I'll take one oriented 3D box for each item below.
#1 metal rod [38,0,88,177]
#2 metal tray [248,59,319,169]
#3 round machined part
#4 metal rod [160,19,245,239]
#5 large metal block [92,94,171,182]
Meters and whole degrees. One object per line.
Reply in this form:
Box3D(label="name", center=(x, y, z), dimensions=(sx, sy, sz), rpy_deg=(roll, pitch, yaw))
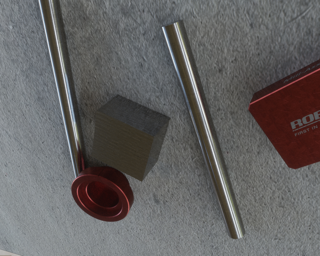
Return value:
Box3D(label="metal rod", center=(-0.134, -0.037, 0.452), dimensions=(0.025, 0.025, 0.298), rpy_deg=(12, 124, 21))
Box3D(label="metal tray", center=(0.167, -0.020, 0.303), dimensions=(0.130, 0.030, 0.090), rpy_deg=(-30, 103, 37))
Box3D(label="round machined part", center=(-0.088, 0.100, 0.497), dimensions=(0.098, 0.042, 0.097), rpy_deg=(9, 123, 14))
Box3D(label="metal rod", center=(0.060, 0.018, 0.385), dimensions=(0.025, 0.025, 0.298), rpy_deg=(-7, 115, 31))
Box3D(label="large metal block", center=(-0.041, 0.013, 0.419), dimensions=(0.080, 0.050, 0.079), rpy_deg=(25, 127, 12))
